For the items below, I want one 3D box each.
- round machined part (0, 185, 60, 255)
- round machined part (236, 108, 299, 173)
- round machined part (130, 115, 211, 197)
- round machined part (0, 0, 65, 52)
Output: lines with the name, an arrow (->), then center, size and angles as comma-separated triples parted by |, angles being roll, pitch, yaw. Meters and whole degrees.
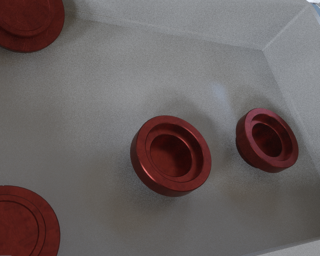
round machined part -> -0.136, 0.095, 0.263 | 0.099, 0.042, 0.098 | 14, 56, -21
round machined part -> 0.154, 0.022, 0.464 | 0.099, 0.042, 0.098 | 14, 56, -21
round machined part -> 0.010, 0.037, 0.377 | 0.099, 0.042, 0.098 | 14, 56, -21
round machined part -> -0.162, -0.139, 0.362 | 0.099, 0.042, 0.097 | -4, 98, -27
